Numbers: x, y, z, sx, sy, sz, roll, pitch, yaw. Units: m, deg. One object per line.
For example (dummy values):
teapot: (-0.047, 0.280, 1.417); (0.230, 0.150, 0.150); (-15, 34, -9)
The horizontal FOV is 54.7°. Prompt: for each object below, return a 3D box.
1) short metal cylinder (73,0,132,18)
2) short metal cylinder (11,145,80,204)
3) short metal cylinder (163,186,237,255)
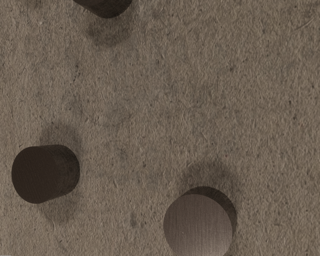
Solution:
short metal cylinder: (-0.081, -0.198, 0.423); (0.080, 0.050, 0.079); (0, 90, 19)
short metal cylinder: (-0.166, 0.065, 0.452); (0.080, 0.050, 0.079); (0, 90, 19)
short metal cylinder: (0.050, 0.115, 0.377); (0.080, 0.050, 0.079); (0, 90, 19)
